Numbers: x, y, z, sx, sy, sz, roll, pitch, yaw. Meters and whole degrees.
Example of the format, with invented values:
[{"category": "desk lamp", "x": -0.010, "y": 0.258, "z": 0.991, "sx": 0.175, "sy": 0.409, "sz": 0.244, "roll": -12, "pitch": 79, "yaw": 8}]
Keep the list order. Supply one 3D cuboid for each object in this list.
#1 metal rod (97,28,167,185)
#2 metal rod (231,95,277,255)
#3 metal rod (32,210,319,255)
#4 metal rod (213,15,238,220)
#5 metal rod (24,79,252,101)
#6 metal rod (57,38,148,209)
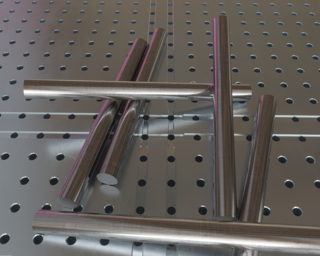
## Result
[{"category": "metal rod", "x": -0.030, "y": -0.053, "z": 0.452, "sx": 0.025, "sy": 0.025, "sz": 0.300, "roll": 9, "pitch": 51, "yaw": 8}, {"category": "metal rod", "x": 0.106, "y": 0.071, "z": 0.348, "sx": 0.025, "sy": 0.025, "sz": 0.301, "roll": 14, "pitch": 51, "yaw": 12}, {"category": "metal rod", "x": 0.022, "y": 0.100, "z": 0.300, "sx": 0.301, "sy": 0.025, "sz": 0.025, "roll": 1, "pitch": 50, "yaw": 10}, {"category": "metal rod", "x": 0.082, "y": -0.033, "z": 0.402, "sx": 0.025, "sy": 0.025, "sz": 0.300, "roll": 4, "pitch": 60, "yaw": 3}, {"category": "metal rod", "x": -0.020, "y": -0.050, "z": 0.418, "sx": 0.302, "sy": 0.025, "sz": 0.025, "roll": -1, "pitch": 49, "yaw": -13}, {"category": "metal rod", "x": -0.066, "y": -0.030, "z": 0.432, "sx": 0.025, "sy": 0.025, "sz": 0.300, "roll": 10, "pitch": 51, "yaw": 8}]
